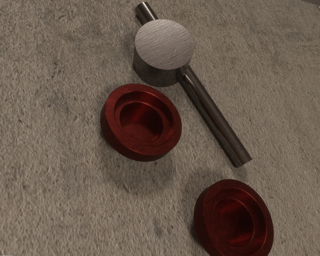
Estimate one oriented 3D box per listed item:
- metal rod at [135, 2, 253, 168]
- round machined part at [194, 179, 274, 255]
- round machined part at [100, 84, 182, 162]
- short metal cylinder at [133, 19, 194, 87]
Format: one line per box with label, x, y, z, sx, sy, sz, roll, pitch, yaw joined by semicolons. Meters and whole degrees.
metal rod;0.045;-0.074;0.474;0.025;0.025;0.299;-21;73;-36
round machined part;0.083;0.114;0.370;0.099;0.042;0.098;14;56;-21
round machined part;-0.026;-0.003;0.382;0.099;0.042;0.098;14;56;-21
short metal cylinder;0.004;-0.105;0.439;0.081;0.050;0.080;3;70;-7
